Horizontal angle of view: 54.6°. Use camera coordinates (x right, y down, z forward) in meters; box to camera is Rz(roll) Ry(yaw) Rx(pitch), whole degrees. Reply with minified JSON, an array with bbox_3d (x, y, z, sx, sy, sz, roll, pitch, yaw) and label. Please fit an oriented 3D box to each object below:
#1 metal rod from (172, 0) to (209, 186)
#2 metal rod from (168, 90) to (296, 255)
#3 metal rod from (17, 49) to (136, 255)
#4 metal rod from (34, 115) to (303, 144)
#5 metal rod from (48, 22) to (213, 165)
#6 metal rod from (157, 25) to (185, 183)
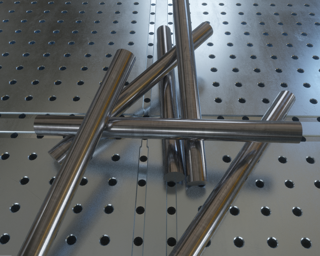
[{"bbox_3d":[0.037,-0.073,0.417,0.025,0.025,0.299,-2,66,-2],"label":"metal rod"},{"bbox_3d":[0.094,0.050,0.366,0.025,0.025,0.301,29,56,22],"label":"metal rod"},{"bbox_3d":[-0.090,0.043,0.319,0.025,0.025,0.300,16,68,13],"label":"metal rod"},{"bbox_3d":[0.004,0.001,0.359,0.301,0.025,0.025,2,50,6],"label":"metal rod"},{"bbox_3d":[-0.027,-0.059,0.432,0.025,0.025,0.301,35,66,26],"label":"metal rod"},{"bbox_3d":[0.012,-0.057,0.456,0.025,0.025,0.300,-1,50,-1],"label":"metal rod"}]
